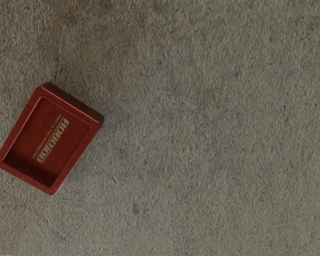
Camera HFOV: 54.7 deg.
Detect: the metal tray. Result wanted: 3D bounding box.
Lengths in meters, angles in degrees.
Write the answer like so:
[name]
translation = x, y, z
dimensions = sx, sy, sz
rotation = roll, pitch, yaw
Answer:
[metal tray]
translation = -0.146, 0.017, 0.411
dimensions = 0.090, 0.030, 0.129
rotation = 33, 107, -12
